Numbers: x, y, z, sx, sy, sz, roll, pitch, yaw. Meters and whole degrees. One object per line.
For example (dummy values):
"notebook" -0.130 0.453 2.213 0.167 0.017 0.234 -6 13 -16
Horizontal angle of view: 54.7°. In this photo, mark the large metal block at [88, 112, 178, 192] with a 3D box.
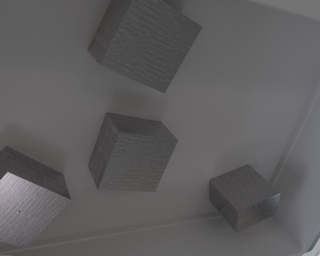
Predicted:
"large metal block" -0.036 0.032 0.393 0.081 0.050 0.079 9 114 -33

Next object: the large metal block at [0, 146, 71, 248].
"large metal block" -0.164 0.080 0.352 0.080 0.050 0.080 -47 129 4

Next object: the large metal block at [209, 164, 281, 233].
"large metal block" 0.139 0.115 0.520 0.081 0.080 0.050 -18 126 -18

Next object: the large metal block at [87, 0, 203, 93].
"large metal block" -0.017 -0.094 0.325 0.080 0.050 0.080 19 108 -36
